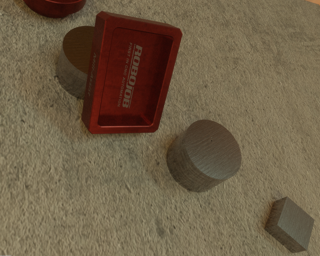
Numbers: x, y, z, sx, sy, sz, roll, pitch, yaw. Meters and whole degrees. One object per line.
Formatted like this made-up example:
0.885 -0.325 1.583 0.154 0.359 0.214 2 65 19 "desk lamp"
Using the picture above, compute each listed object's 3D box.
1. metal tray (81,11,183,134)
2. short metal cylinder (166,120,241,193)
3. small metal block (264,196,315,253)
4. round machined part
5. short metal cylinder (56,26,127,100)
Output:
-0.034 -0.057 0.354 0.091 0.129 0.030 -1 28 -31 "metal tray"
0.055 0.036 0.395 0.081 0.050 0.080 14 56 -21 "short metal cylinder"
0.175 0.130 0.418 0.050 0.025 0.050 41 51 -1 "small metal block"
-0.152 -0.192 0.428 0.099 0.042 0.098 14 56 -21 "round machined part"
-0.086 -0.081 0.391 0.081 0.050 0.080 14 56 -21 "short metal cylinder"
